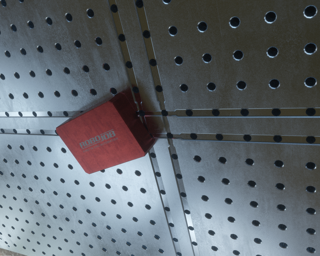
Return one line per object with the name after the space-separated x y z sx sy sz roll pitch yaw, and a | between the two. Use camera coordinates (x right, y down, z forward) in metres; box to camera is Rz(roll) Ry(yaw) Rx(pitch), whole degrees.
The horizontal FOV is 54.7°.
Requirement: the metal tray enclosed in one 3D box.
-0.084 0.012 0.458 0.130 0.030 0.090 -21 108 35 | metal tray
